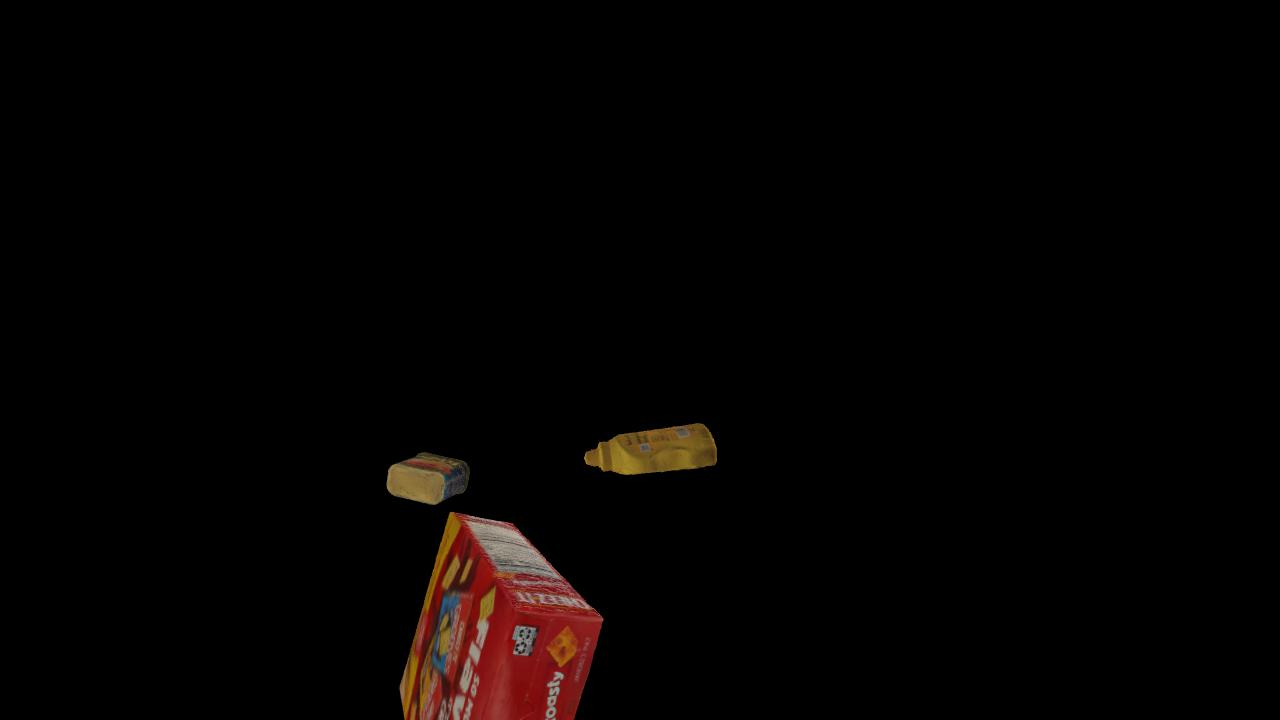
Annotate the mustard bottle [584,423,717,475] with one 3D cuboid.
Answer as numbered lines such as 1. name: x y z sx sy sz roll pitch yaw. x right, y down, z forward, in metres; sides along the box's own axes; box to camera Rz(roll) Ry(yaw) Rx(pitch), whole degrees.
1. mustard bottle: 0.011 0.131 0.888 0.184 0.054 0.092 -5 24 -11

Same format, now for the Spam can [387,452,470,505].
1. Spam can: -0.340 0.190 0.987 0.101 0.058 0.085 10 4 9

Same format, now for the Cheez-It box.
1. Cheez-It box: -0.119 0.228 0.470 0.071 0.166 0.223 18 -6 -26
